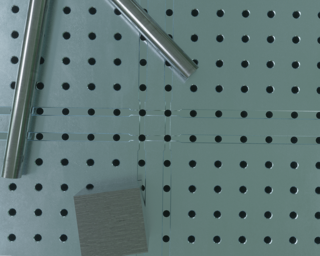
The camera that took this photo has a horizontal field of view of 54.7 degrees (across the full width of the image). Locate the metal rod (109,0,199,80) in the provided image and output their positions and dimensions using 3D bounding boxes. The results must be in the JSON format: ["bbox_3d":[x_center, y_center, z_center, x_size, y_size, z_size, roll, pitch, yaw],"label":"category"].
[{"bbox_3d":[-0.061,-0.181,0.412,0.025,0.025,0.300,-44,91,0],"label":"metal rod"}]

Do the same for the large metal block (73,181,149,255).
[{"bbox_3d":[-0.060,0.117,0.400,0.081,0.050,0.080,-8,90,-1],"label":"large metal block"}]

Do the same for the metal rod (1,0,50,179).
[{"bbox_3d":[-0.174,-0.083,0.411,0.025,0.025,0.298,9,90,-1],"label":"metal rod"}]
